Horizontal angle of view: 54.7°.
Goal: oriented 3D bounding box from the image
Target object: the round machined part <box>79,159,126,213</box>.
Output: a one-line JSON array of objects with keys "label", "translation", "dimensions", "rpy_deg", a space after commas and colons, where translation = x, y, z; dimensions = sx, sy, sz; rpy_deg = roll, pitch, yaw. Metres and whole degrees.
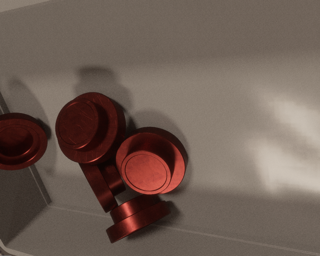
[{"label": "round machined part", "translation": [-0.085, 0.074, 0.465], "dimensions": [0.098, 0.042, 0.098], "rpy_deg": [55, 164, 25]}]

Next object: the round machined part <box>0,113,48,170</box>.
[{"label": "round machined part", "translation": [-0.240, 0.018, 0.509], "dimensions": [0.042, 0.099, 0.097], "rpy_deg": [46, 143, 49]}]

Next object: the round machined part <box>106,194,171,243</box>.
[{"label": "round machined part", "translation": [-0.036, 0.131, 0.467], "dimensions": [0.098, 0.099, 0.042], "rpy_deg": [-40, 70, 39]}]

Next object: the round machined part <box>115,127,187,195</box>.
[{"label": "round machined part", "translation": [-0.014, 0.051, 0.421], "dimensions": [0.098, 0.042, 0.097], "rpy_deg": [5, 115, 11]}]

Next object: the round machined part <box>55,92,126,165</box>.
[{"label": "round machined part", "translation": [-0.099, -0.002, 0.412], "dimensions": [0.098, 0.042, 0.098], "rpy_deg": [-6, 75, 22]}]
